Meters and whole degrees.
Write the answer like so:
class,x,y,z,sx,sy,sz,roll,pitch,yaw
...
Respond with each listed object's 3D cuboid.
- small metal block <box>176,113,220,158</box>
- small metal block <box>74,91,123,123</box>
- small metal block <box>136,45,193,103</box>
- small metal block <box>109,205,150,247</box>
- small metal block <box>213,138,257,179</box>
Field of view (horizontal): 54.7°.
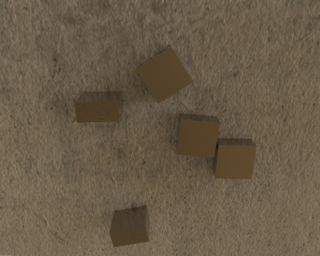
class,x,y,z,sx,sy,sz,roll,pitch,yaw
small metal block,0.049,0.010,0.414,0.050,0.025,0.050,5,110,-3
small metal block,-0.074,-0.027,0.385,0.050,0.050,0.025,-1,110,0
small metal block,0.006,-0.067,0.385,0.050,0.025,0.050,-32,108,10
small metal block,-0.042,0.141,0.448,0.050,0.050,0.025,-10,110,3
small metal block,0.101,0.042,0.427,0.050,0.025,0.050,1,110,-1
